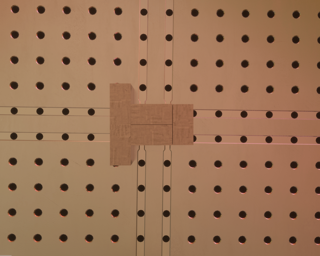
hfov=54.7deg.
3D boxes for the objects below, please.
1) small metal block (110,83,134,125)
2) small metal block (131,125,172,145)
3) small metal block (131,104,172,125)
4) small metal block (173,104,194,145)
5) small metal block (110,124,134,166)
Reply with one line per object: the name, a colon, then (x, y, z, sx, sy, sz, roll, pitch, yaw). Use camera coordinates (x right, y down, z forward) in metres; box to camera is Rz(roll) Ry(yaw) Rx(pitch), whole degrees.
small metal block: (-0.048, -0.029, 0.399, 0.025, 0.050, 0.050, 0, 90, 0)
small metal block: (-0.010, 0.008, 0.400, 0.050, 0.050, 0.025, 0, 90, -1)
small metal block: (-0.010, -0.017, 0.400, 0.050, 0.050, 0.025, 0, 90, -1)
small metal block: (0.028, -0.004, 0.401, 0.025, 0.050, 0.050, 0, 90, 0)
small metal block: (-0.048, 0.020, 0.400, 0.025, 0.050, 0.050, 0, 90, 0)
